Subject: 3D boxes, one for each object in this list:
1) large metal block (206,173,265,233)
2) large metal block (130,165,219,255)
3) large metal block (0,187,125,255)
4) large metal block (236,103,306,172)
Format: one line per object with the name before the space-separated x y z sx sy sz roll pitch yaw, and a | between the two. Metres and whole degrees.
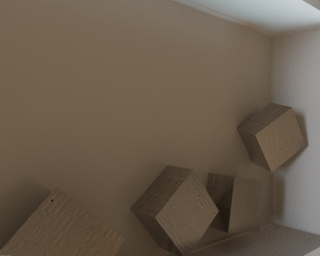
large metal block | 0.117 0.117 0.488 0.081 0.050 0.080 14 81 -39
large metal block | 0.022 0.108 0.409 0.080 0.050 0.080 -46 118 -30
large metal block | -0.093 0.116 0.291 0.080 0.050 0.080 38 63 -1
large metal block | 0.192 0.015 0.534 0.080 0.050 0.080 -35 113 -11
